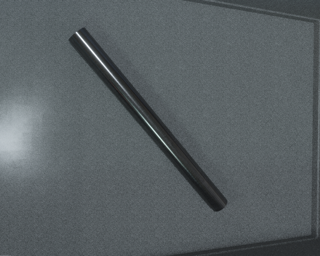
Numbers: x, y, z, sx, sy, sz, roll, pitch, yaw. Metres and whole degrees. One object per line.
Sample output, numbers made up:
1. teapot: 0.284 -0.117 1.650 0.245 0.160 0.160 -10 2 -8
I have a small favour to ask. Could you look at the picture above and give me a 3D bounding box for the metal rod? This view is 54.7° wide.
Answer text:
1. metal rod: -0.007 -0.002 0.408 0.025 0.025 0.300 -43 104 -15
